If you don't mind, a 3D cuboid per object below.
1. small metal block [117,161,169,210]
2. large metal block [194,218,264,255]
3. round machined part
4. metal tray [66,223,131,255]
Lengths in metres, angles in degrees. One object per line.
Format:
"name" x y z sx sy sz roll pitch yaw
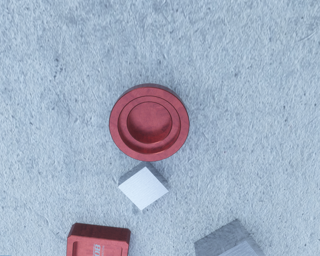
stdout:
"small metal block" -0.023 0.080 0.439 0.050 0.025 0.050 -37 106 12
"large metal block" 0.110 0.199 0.471 0.080 0.050 0.080 -34 107 11
"round machined part" -0.013 -0.010 0.397 0.099 0.042 0.097 0 110 0
"metal tray" -0.098 0.215 0.485 0.091 0.030 0.129 8 110 -3
